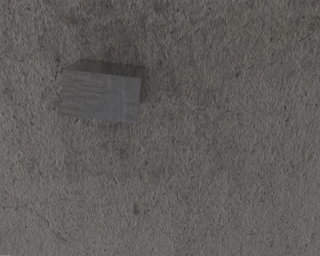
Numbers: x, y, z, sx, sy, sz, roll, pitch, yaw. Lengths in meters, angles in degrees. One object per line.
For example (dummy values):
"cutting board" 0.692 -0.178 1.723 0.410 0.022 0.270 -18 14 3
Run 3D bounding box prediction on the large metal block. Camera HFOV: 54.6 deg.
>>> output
"large metal block" -0.062 -0.046 0.363 0.080 0.080 0.050 6 110 -3
